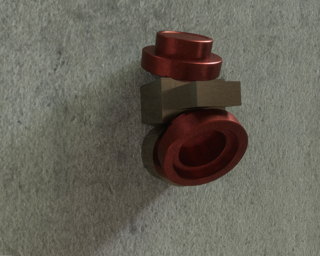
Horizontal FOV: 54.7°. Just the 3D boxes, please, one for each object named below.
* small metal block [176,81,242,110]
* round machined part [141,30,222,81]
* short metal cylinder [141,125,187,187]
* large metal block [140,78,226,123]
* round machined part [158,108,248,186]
[{"bbox_3d":[0.051,-0.034,0.331,0.050,0.050,0.025,-3,91,-20],"label":"small metal block"},{"bbox_3d":[0.027,-0.092,0.378,0.099,0.098,0.042,-2,116,-20],"label":"round machined part"},{"bbox_3d":[0.020,0.033,0.407,0.081,0.050,0.079,0,90,-21],"label":"short metal cylinder"},{"bbox_3d":[0.026,-0.032,0.391,0.081,0.080,0.050,-2,91,-20],"label":"large metal block"},{"bbox_3d":[0.044,0.017,0.348,0.099,0.042,0.097,-11,132,-13],"label":"round machined part"}]
